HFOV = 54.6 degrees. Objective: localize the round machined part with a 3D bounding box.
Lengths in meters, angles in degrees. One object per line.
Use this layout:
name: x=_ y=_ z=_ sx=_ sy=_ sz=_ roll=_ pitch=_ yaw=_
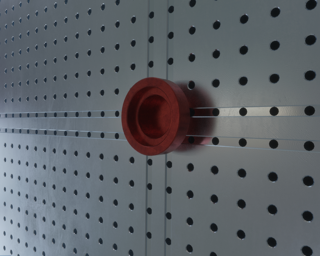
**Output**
round machined part: x=-0.001 y=-0.014 z=0.400 sx=0.098 sy=0.042 sz=0.097 roll=0 pitch=90 yaw=40
